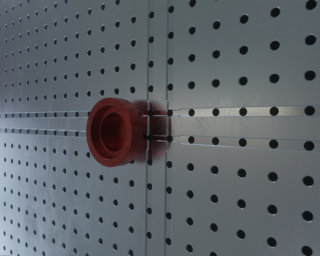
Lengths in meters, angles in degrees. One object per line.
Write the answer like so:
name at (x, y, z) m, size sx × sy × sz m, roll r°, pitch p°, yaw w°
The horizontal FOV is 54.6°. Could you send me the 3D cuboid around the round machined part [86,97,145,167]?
round machined part at (-0.060, 0.006, 0.449) m, size 0.098 × 0.042 × 0.097 m, roll 0°, pitch 90°, yaw 40°
